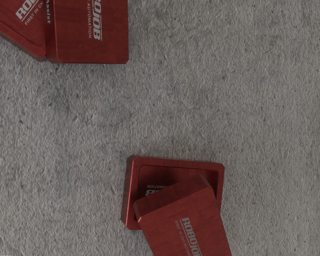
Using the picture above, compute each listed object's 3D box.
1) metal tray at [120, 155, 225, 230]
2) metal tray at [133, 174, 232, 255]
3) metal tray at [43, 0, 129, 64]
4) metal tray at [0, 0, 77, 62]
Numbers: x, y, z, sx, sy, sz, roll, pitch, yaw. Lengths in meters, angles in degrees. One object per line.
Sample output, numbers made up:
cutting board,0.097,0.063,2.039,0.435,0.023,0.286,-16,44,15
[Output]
metal tray,0.019,0.086,0.413,0.131,0.030,0.089,7,88,-20
metal tray,0.031,0.128,0.382,0.090,0.030,0.129,-23,119,-6
metal tray,-0.082,-0.138,0.349,0.091,0.030,0.129,-9,104,-40
metal tray,-0.137,-0.154,0.355,0.090,0.030,0.130,35,79,-17
